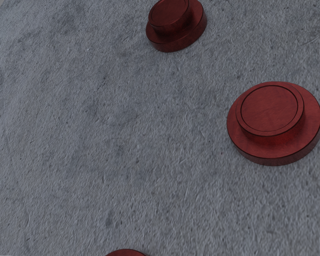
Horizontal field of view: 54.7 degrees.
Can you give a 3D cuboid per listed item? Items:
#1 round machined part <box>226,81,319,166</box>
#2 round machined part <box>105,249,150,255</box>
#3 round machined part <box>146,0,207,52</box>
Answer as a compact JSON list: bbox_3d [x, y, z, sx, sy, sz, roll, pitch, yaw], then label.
[{"bbox_3d":[0.121,-0.012,0.337,0.098,0.042,0.098,-13,56,21],"label":"round machined part"},{"bbox_3d":[-0.040,0.172,0.309,0.098,0.042,0.098,-13,56,21],"label":"round machined part"},{"bbox_3d":[0.021,-0.171,0.487,0.098,0.042,0.098,-13,56,21],"label":"round machined part"}]
